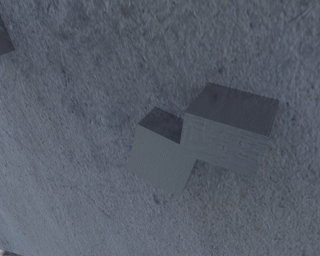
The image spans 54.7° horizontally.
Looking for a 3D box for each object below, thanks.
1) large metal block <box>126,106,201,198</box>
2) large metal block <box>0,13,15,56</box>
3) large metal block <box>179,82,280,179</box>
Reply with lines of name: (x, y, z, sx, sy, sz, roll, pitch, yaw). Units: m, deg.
large metal block: (0.010, 0.031, 0.403, 0.080, 0.050, 0.079, 26, 127, 12)
large metal block: (-0.263, -0.133, 0.425, 0.050, 0.080, 0.079, 2, 120, 27)
large metal block: (0.075, -0.002, 0.330, 0.080, 0.080, 0.050, 18, 125, 17)
